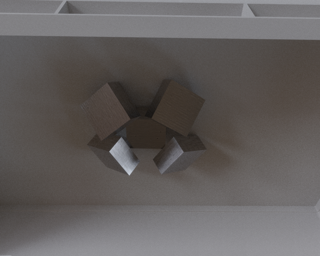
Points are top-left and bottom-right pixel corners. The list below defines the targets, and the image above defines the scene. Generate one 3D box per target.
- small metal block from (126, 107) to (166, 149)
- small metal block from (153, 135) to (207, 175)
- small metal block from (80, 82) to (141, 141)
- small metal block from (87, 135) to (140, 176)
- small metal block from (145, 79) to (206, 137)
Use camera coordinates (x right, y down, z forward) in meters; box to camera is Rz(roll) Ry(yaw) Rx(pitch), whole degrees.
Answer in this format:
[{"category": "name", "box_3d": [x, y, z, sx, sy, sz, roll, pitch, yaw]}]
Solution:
[{"category": "small metal block", "box_3d": [-0.018, 0.000, 0.406, 0.050, 0.025, 0.050, 1, 130, -1]}, {"category": "small metal block", "box_3d": [0.027, 0.036, 0.423, 0.050, 0.025, 0.050, -1, 141, -47]}, {"category": "small metal block", "box_3d": [-0.060, -0.020, 0.372, 0.050, 0.025, 0.050, -35, 85, 26]}, {"category": "small metal block", "box_3d": [-0.063, 0.034, 0.419, 0.050, 0.025, 0.050, 10, 144, 43]}, {"category": "small metal block", "box_3d": [0.018, -0.024, 0.370, 0.050, 0.025, 0.050, 28, 87, -22]}]
